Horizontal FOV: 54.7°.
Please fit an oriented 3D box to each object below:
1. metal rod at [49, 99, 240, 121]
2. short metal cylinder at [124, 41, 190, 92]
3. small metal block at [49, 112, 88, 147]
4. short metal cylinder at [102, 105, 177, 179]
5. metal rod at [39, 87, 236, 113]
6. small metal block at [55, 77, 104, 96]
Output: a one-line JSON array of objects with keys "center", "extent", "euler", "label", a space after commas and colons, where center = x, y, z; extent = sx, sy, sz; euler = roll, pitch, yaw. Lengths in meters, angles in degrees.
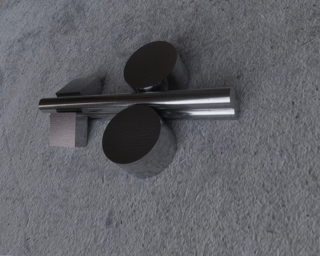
[{"center": [-0.040, -0.023, 0.441], "extent": [0.300, 0.025, 0.025], "euler": [0, 62, 28], "label": "metal rod"}, {"center": [-0.004, -0.075, 0.437], "extent": [0.080, 0.050, 0.080], "euler": [-13, 56, 21], "label": "short metal cylinder"}, {"center": [-0.137, 0.003, 0.463], "extent": [0.050, 0.025, 0.050], "euler": [1, 89, 28], "label": "small metal block"}, {"center": [-0.025, 0.018, 0.391], "extent": [0.080, 0.050, 0.080], "euler": [-13, 56, 21], "label": "short metal cylinder"}, {"center": [-0.050, -0.035, 0.421], "extent": [0.300, 0.025, 0.025], "euler": [0, 62, 28], "label": "metal rod"}, {"center": [-0.128, -0.058, 0.497], "extent": [0.050, 0.025, 0.050], "euler": [0, 35, 28], "label": "small metal block"}]
